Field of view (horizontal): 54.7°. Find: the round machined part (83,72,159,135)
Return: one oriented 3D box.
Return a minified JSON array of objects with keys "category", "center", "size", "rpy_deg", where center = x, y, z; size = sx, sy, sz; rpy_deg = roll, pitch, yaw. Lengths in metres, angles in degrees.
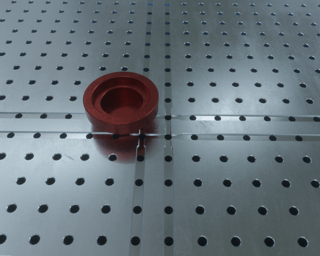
[{"category":"round machined part","center":[-0.051,-0.029,0.421],"size":[0.099,0.042,0.098],"rpy_deg":[0,50,0]}]
